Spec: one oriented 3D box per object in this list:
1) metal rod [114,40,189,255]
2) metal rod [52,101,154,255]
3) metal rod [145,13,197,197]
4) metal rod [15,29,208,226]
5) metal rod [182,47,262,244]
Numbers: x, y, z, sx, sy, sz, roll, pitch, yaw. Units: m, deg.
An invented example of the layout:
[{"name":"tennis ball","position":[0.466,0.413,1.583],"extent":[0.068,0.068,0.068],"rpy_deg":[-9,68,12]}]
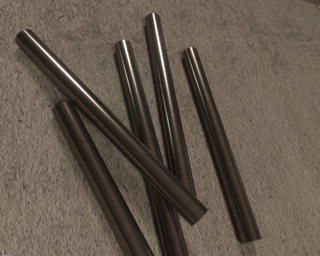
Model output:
[{"name":"metal rod","position":[-0.017,0.013,0.388],"extent":[0.025,0.025,0.299],"rpy_deg":[-1,62,-29]},{"name":"metal rod","position":[-0.038,0.101,0.323],"extent":[0.025,0.025,0.299],"rpy_deg":[-21,73,-36]},{"name":"metal rod","position":[0.010,-0.047,0.439],"extent":[0.025,0.025,0.299],"rpy_deg":[5,59,-26]},{"name":"metal rod","position":[-0.063,-0.008,0.356],"extent":[0.300,0.025,0.025],"rpy_deg":[45,50,10]},{"name":"metal rod","position":[0.081,0.008,0.444],"extent":[0.025,0.025,0.299],"rpy_deg":[1,61,-28]}]
